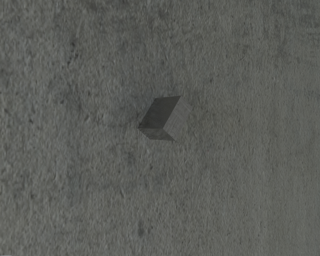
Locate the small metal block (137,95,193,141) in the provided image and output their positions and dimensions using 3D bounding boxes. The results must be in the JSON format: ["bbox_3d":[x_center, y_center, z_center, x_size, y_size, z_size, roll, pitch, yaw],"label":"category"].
[{"bbox_3d":[0.006,-0.012,0.393,0.025,0.050,0.050,44,64,-31],"label":"small metal block"}]
